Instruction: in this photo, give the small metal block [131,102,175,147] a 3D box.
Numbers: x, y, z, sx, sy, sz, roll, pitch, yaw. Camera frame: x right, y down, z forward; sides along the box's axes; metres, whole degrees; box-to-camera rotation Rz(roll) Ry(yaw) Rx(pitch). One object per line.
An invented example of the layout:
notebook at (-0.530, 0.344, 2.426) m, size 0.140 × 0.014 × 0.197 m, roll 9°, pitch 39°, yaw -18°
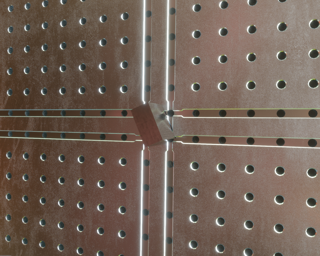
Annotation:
small metal block at (-0.008, -0.004, 0.402) m, size 0.025 × 0.050 × 0.050 m, roll -24°, pitch 83°, yaw 18°
